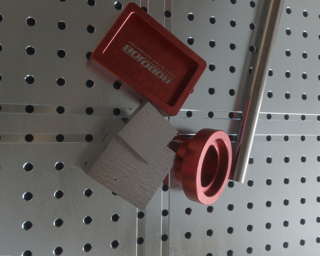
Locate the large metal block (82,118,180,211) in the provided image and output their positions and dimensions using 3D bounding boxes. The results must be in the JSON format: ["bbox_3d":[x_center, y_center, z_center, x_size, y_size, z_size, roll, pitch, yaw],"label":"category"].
[{"bbox_3d":[-0.037,0.043,0.387,0.080,0.050,0.080,38,78,-17],"label":"large metal block"}]

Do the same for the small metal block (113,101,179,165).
[{"bbox_3d":[-0.016,0.006,0.354,0.050,0.025,0.050,45,75,-15],"label":"small metal block"}]

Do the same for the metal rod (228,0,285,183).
[{"bbox_3d":[0.147,-0.066,0.468,0.025,0.025,0.299,16,85,-20],"label":"metal rod"}]

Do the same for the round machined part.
[{"bbox_3d":[0.055,0.048,0.409,0.099,0.042,0.097,-16,110,-51],"label":"round machined part"}]

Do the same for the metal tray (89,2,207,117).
[{"bbox_3d":[-0.013,-0.086,0.405,0.130,0.030,0.090,35,78,-17],"label":"metal tray"}]
